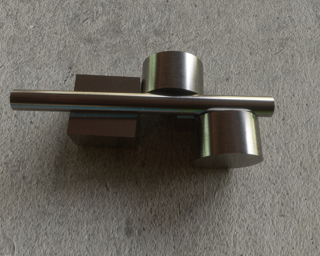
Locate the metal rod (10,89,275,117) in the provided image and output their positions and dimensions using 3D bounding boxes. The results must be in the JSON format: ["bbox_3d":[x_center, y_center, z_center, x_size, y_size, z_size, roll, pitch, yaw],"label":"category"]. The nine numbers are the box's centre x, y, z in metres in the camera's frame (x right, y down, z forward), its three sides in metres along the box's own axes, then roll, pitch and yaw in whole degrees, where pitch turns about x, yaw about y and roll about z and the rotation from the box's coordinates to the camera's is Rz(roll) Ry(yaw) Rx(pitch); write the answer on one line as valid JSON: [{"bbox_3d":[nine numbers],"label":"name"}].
[{"bbox_3d":[-0.019,-0.029,0.365,0.302,0.025,0.025,1,70,-1],"label":"metal rod"}]

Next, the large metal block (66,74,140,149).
[{"bbox_3d":[-0.067,-0.020,0.399,0.081,0.050,0.080,3,70,1],"label":"large metal block"}]

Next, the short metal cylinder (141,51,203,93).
[{"bbox_3d":[0.016,-0.056,0.402,0.081,0.080,0.050,2,70,0],"label":"short metal cylinder"}]

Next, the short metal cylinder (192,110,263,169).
[{"bbox_3d":[0.080,0.017,0.374,0.081,0.080,0.050,0,70,-1],"label":"short metal cylinder"}]

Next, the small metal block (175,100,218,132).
[{"bbox_3d":[0.046,-0.015,0.401,0.050,0.050,0.025,1,70,0],"label":"small metal block"}]
